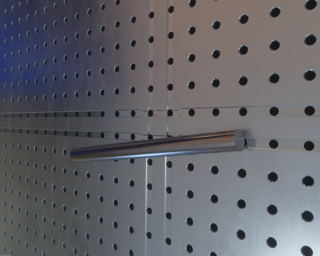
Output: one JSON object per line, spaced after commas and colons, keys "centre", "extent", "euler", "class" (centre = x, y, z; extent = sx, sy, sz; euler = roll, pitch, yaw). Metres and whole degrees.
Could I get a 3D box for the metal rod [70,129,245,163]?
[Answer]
{"centre": [-0.028, 0.030, 0.433], "extent": [0.300, 0.025, 0.025], "euler": [-8, 85, 39], "class": "metal rod"}
